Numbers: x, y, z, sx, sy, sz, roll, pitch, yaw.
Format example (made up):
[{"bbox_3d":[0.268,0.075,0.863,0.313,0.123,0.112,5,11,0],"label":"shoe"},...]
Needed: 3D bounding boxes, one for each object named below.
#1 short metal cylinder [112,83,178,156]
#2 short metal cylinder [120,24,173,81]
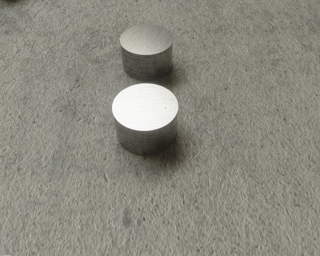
[{"bbox_3d":[-0.018,-0.012,0.396,0.081,0.050,0.080,0,50,0],"label":"short metal cylinder"},{"bbox_3d":[-0.020,-0.119,0.487,0.081,0.050,0.080,0,50,0],"label":"short metal cylinder"}]
